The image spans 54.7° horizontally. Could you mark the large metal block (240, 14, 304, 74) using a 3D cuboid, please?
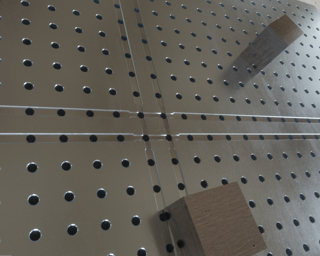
[{"bbox_3d":[0.212,-0.159,0.587,0.050,0.080,0.080,49,51,5],"label":"large metal block"}]

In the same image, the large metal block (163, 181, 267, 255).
[{"bbox_3d":[0.062,0.115,0.357,0.081,0.050,0.080,-8,66,-32],"label":"large metal block"}]
